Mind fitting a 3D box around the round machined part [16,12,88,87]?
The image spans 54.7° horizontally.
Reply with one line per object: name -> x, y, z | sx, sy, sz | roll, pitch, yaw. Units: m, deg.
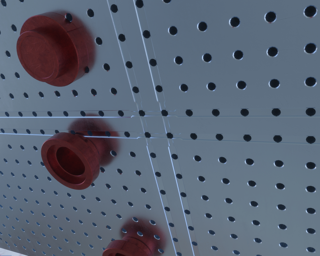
round machined part -> -0.150, -0.100, 0.415 | 0.098, 0.042, 0.097 | 13, 124, 20

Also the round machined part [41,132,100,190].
round machined part -> -0.139, 0.048, 0.501 | 0.098, 0.042, 0.097 | 13, 124, 20

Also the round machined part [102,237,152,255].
round machined part -> -0.055, 0.244, 0.578 | 0.098, 0.042, 0.097 | 13, 124, 20
